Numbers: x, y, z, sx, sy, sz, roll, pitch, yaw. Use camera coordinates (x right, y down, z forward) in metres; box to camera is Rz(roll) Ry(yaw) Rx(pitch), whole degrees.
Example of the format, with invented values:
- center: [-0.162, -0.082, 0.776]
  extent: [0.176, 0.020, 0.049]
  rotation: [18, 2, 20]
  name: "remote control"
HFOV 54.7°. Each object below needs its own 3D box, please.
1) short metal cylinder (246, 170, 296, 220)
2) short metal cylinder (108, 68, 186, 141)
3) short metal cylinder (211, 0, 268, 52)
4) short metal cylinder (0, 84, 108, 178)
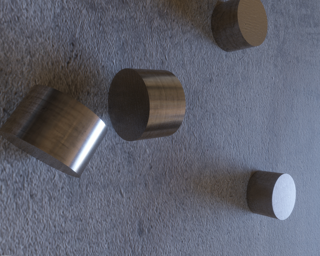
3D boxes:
- center: [0.200, 0.119, 0.556]
  extent: [0.081, 0.050, 0.080]
  rotation: [0, 90, -40]
  name: "short metal cylinder"
- center: [-0.017, -0.027, 0.355]
  extent: [0.050, 0.080, 0.079]
  rotation: [-6, 94, -40]
  name: "short metal cylinder"
- center: [0.127, -0.166, 0.495]
  extent: [0.081, 0.050, 0.080]
  rotation: [0, 90, -40]
  name: "short metal cylinder"
- center: [-0.097, 0.005, 0.288]
  extent: [0.080, 0.080, 0.050]
  rotation: [42, 65, -32]
  name: "short metal cylinder"
